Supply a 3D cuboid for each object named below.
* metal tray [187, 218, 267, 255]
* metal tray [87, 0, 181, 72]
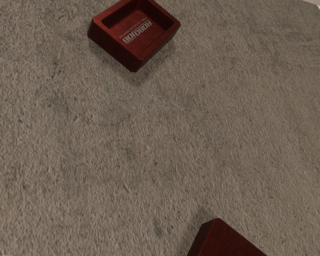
[{"bbox_3d":[0.089,0.176,0.343,0.130,0.030,0.090,39,51,-2],"label":"metal tray"},{"bbox_3d":[-0.035,-0.152,0.475,0.090,0.030,0.131,39,51,-2],"label":"metal tray"}]
